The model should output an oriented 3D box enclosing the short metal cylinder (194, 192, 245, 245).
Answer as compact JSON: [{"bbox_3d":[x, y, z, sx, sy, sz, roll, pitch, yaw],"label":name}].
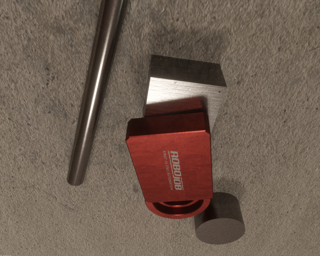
[{"bbox_3d":[0.098,0.153,0.523,0.081,0.050,0.079,0,130,0],"label":"short metal cylinder"}]

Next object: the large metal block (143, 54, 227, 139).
[{"bbox_3d":[0.024,-0.033,0.363,0.081,0.050,0.079,7,130,-6],"label":"large metal block"}]

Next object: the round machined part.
[{"bbox_3d":[0.026,0.095,0.477,0.099,0.042,0.097,-1,130,0],"label":"round machined part"}]

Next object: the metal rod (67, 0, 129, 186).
[{"bbox_3d":[-0.083,-0.030,0.380,0.025,0.025,0.298,14,129,-12],"label":"metal rod"}]

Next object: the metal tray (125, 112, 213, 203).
[{"bbox_3d":[0.017,0.042,0.377,0.090,0.030,0.129,-5,134,6],"label":"metal tray"}]
